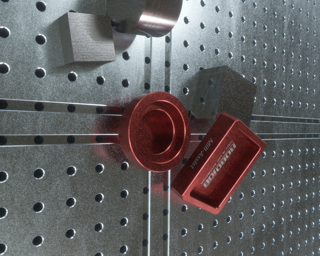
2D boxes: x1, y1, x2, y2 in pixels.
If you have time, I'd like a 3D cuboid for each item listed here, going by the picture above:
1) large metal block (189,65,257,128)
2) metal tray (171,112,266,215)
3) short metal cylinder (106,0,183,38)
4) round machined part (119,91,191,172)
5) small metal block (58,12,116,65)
[{"bbox_3d":[0.098,-0.040,0.475,0.080,0.050,0.080,22,76,-38],"label":"large metal block"},{"bbox_3d":[0.086,0.053,0.443,0.090,0.030,0.130,34,92,-39],"label":"metal tray"},{"bbox_3d":[-0.020,-0.148,0.357,0.050,0.080,0.079,-7,94,-40],"label":"short metal cylinder"},{"bbox_3d":[-0.010,0.004,0.389,0.099,0.042,0.097,0,90,-40],"label":"round machined part"},{"bbox_3d":[-0.080,-0.097,0.342,0.050,0.025,0.050,-11,97,-39],"label":"small metal block"}]
